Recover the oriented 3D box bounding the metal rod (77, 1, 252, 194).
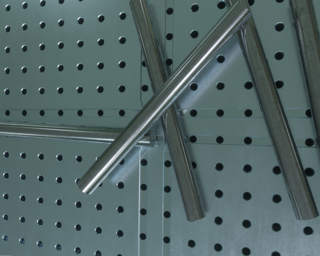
[{"bbox_3d":[-0.003,-0.028,0.385,0.025,0.025,0.299,45,104,14],"label":"metal rod"}]

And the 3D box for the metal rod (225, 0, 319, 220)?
[{"bbox_3d":[0.127,-0.042,0.367,0.025,0.025,0.298,-18,84,19],"label":"metal rod"}]

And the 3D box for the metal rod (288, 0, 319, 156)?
[{"bbox_3d":[0.186,-0.002,0.347,0.025,0.025,0.298,-11,86,19],"label":"metal rod"}]

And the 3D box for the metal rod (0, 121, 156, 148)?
[{"bbox_3d":[-0.151,0.006,0.464,0.301,0.025,0.025,3,91,19],"label":"metal rod"}]

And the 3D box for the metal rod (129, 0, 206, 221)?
[{"bbox_3d":[0.008,-0.029,0.408,0.025,0.025,0.298,-17,85,19],"label":"metal rod"}]
